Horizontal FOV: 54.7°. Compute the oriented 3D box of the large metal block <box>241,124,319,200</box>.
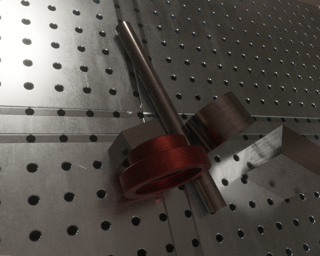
[{"bbox_3d":[0.176,0.051,0.439,0.080,0.080,0.050,29,52,-11],"label":"large metal block"}]

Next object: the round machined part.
[{"bbox_3d":[0.003,0.040,0.340,0.099,0.097,0.042,-7,66,-32],"label":"round machined part"}]

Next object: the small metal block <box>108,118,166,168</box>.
[{"bbox_3d":[-0.027,0.018,0.368,0.050,0.050,0.025,-22,74,-36],"label":"small metal block"}]

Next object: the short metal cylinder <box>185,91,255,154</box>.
[{"bbox_3d":[0.081,-0.005,0.422,0.081,0.080,0.050,-26,76,-37],"label":"short metal cylinder"}]

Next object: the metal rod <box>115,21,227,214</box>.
[{"bbox_3d":[0.008,-0.026,0.429,0.025,0.025,0.299,-15,70,-34],"label":"metal rod"}]
